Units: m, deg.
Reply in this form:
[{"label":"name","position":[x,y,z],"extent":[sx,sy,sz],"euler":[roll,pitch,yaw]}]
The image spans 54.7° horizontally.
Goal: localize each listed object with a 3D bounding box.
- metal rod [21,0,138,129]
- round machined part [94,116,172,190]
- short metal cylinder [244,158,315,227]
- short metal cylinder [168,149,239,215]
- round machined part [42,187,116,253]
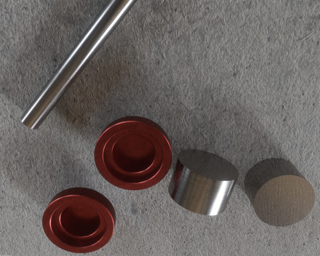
[{"label":"metal rod","position":[-0.072,-0.114,0.366],"extent":[0.025,0.025,0.299],"euler":[39,105,-14]},{"label":"round machined part","position":[-0.034,0.030,0.411],"extent":[0.099,0.042,0.097],"euler":[0,110,-1]},{"label":"short metal cylinder","position":[0.164,0.088,0.432],"extent":[0.081,0.050,0.079],"euler":[0,110,-1]},{"label":"short metal cylinder","position":[0.056,0.069,0.407],"extent":[0.081,0.080,0.050],"euler":[13,110,-5]},{"label":"round machined part","position":[-0.113,0.127,0.446],"extent":[0.099,0.042,0.097],"euler":[0,110,-1]}]
